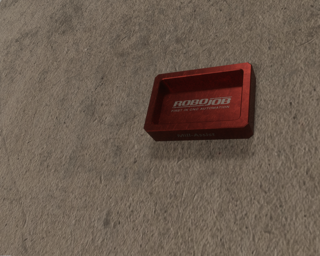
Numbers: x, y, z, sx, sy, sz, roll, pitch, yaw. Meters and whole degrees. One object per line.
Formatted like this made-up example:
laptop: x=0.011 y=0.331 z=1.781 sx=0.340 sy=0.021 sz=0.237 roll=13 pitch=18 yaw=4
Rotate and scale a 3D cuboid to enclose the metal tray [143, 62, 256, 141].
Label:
metal tray: x=0.050 y=-0.031 z=0.392 sx=0.130 sy=0.030 sz=0.090 roll=-3 pitch=60 yaw=26
